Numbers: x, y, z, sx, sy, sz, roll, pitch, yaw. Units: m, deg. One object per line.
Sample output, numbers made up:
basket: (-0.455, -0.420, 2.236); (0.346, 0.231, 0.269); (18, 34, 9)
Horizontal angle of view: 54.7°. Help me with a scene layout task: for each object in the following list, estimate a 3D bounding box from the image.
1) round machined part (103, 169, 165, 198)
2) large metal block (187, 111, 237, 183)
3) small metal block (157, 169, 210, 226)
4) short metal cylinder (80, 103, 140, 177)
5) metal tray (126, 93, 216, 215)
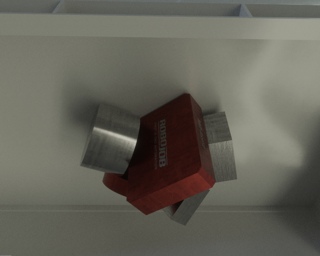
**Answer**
round machined part: (-0.025, 0.065, 0.427); (0.099, 0.098, 0.042); (16, 93, -14)
large metal block: (0.054, 0.031, 0.408); (0.080, 0.050, 0.080); (-11, 134, 9)
small metal block: (0.023, 0.078, 0.368); (0.025, 0.050, 0.050); (35, 90, -34)
short metal cylinder: (-0.062, 0.015, 0.382); (0.050, 0.080, 0.079); (18, 128, -15)
metal tray: (0.009, 0.025, 0.359); (0.090, 0.130, 0.030); (-28, 126, 21)
